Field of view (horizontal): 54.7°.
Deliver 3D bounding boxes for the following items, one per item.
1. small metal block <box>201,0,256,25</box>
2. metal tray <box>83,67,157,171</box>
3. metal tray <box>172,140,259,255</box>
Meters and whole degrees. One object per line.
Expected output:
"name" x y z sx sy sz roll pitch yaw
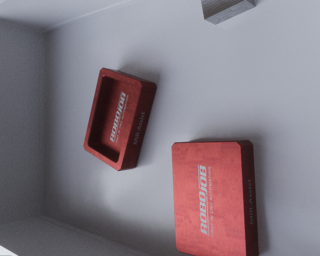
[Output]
"small metal block" 0.073 -0.151 0.345 0.050 0.025 0.050 -14 82 39
"metal tray" -0.062 -0.014 0.451 0.090 0.030 0.129 24 105 37
"metal tray" 0.060 0.080 0.353 0.090 0.030 0.129 -4 88 39
